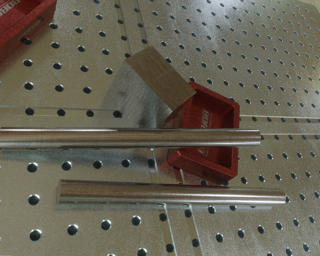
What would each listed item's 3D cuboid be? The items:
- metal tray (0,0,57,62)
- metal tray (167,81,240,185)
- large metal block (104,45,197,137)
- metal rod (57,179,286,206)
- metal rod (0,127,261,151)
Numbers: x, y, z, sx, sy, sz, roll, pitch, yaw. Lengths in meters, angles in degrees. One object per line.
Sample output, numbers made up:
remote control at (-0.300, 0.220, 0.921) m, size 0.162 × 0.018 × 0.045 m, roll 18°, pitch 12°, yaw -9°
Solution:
metal tray at (-0.203, -0.148, 0.385) m, size 0.090 × 0.030 × 0.130 m, roll 32°, pitch 51°, yaw -8°
metal tray at (0.066, 0.004, 0.439) m, size 0.090 × 0.030 × 0.130 m, roll 23°, pitch 53°, yaw -15°
large metal block at (-0.015, -0.041, 0.391) m, size 0.080 × 0.080 × 0.050 m, roll 47°, pitch 51°, yaw 4°
metal rod at (0.034, 0.082, 0.377) m, size 0.302 × 0.025 × 0.025 m, roll 7°, pitch 59°, yaw -25°
metal rod at (-0.018, 0.012, 0.362) m, size 0.303 × 0.025 × 0.025 m, roll 0°, pitch 61°, yaw -18°
